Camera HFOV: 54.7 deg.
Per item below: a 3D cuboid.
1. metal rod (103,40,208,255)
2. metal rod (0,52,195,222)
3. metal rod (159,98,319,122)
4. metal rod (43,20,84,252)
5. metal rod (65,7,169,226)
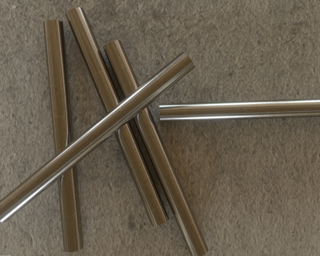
[{"bbox_3d":[-0.005,0.027,0.409,0.025,0.025,0.299,-23,90,0],"label":"metal rod"},{"bbox_3d":[-0.081,0.011,0.382,0.300,0.025,0.025,-39,91,-1],"label":"metal rod"},{"bbox_3d":[0.151,-0.025,0.411,0.302,0.025,0.025,-2,90,-1],"label":"metal rod"},{"bbox_3d":[-0.127,0.010,0.408,0.025,0.025,0.298,-5,90,-1],"label":"metal rod"},{"bbox_3d":[-0.056,-0.014,0.409,0.025,0.025,0.299,-22,90,0],"label":"metal rod"}]
